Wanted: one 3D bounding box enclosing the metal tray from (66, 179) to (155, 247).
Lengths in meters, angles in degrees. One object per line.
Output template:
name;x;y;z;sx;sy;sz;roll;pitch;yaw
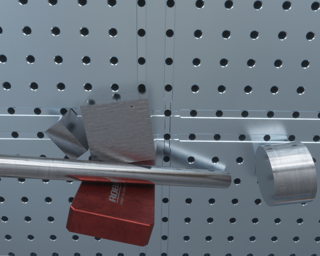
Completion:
metal tray;-0.054;0.084;0.388;0.091;0.130;0.030;14;110;-6

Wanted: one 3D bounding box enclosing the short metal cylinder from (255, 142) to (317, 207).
short metal cylinder;0.163;0.060;0.409;0.050;0.080;0.079;-7;110;2

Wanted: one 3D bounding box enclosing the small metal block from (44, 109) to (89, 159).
small metal block;-0.115;0.008;0.402;0.025;0.050;0.050;-36;107;12

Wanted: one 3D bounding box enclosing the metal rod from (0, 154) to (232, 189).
metal rod;-0.043;0.056;0.385;0.302;0.025;0.025;7;111;-23

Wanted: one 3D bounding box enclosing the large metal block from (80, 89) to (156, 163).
large metal block;-0.049;-0.002;0.399;0.080;0.050;0.079;-7;110;2
